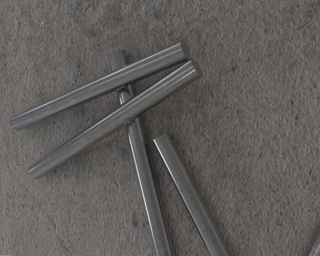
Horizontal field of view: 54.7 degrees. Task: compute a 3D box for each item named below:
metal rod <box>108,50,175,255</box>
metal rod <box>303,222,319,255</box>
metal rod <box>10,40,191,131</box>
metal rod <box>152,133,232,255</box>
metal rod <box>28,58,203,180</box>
[{"bbox_3d":[-0.024,0.041,0.417,0.025,0.025,0.298,-16,85,19],"label":"metal rod"},{"bbox_3d":[0.196,0.092,0.339,0.025,0.025,0.298,25,98,18],"label":"metal rod"},{"bbox_3d":[-0.098,-0.048,0.422,0.300,0.025,0.025,-18,84,27],"label":"metal rod"},{"bbox_3d":[0.068,0.143,0.384,0.025,0.025,0.299,-30,80,17],"label":"metal rod"},{"bbox_3d":[-0.075,0.000,0.413,0.300,0.025,0.025,-30,80,26],"label":"metal rod"}]
